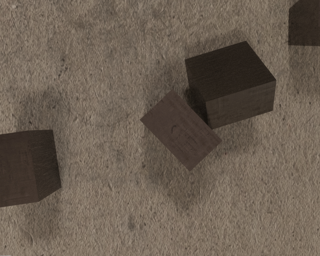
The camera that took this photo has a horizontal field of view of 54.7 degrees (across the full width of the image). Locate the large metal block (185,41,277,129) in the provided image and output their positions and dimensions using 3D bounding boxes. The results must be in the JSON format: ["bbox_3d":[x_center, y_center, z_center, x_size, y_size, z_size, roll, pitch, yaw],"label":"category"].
[{"bbox_3d":[0.083,-0.053,0.378,0.080,0.050,0.080,-17,49,-1],"label":"large metal block"}]

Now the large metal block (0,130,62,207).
[{"bbox_3d":[-0.164,0.045,0.380,0.050,0.080,0.080,-8,90,0],"label":"large metal block"}]

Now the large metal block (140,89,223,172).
[{"bbox_3d":[0.023,0.002,0.383,0.050,0.080,0.080,-44,91,0],"label":"large metal block"}]

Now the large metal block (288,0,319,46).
[{"bbox_3d":[0.217,-0.137,0.385,0.081,0.080,0.050,1,90,-1],"label":"large metal block"}]
